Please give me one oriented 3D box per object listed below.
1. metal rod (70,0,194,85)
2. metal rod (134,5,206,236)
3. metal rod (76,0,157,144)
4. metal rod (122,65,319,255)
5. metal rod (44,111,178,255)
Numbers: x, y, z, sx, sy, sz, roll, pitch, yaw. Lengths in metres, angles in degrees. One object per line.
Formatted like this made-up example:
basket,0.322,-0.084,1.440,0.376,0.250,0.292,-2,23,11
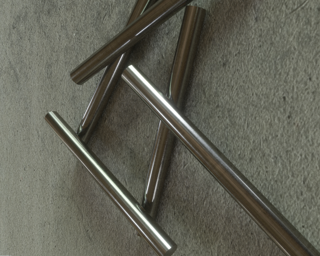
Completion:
metal rod,-0.009,-0.138,0.390,0.299,0.025,0.025,-29,72,29
metal rod,0.010,0.000,0.396,0.025,0.025,0.298,21,103,38
metal rod,-0.069,-0.085,0.462,0.025,0.025,0.298,45,117,31
metal rod,0.055,0.032,0.337,0.300,0.025,0.025,48,119,22
metal rod,-0.086,0.064,0.441,0.300,0.025,0.025,40,115,32
